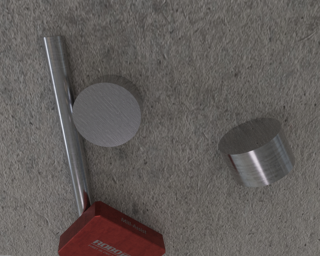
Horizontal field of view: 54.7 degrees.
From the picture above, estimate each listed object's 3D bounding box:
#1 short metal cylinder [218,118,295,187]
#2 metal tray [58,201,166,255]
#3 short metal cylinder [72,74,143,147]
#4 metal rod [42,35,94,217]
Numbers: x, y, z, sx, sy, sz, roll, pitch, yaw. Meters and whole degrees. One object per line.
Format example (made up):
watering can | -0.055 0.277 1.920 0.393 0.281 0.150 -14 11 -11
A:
short metal cylinder | 0.122 0.030 0.393 0.080 0.080 0.050 -26 108 9
metal tray | -0.068 0.171 0.455 0.130 0.030 0.090 37 106 -26
short metal cylinder | -0.063 -0.023 0.387 0.081 0.050 0.079 0 110 0
metal rod | -0.116 0.030 0.419 0.025 0.025 0.298 -4 110 1
